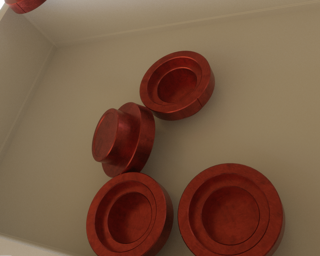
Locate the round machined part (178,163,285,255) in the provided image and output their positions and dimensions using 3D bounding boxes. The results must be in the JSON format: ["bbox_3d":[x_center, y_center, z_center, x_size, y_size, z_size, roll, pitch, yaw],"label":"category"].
[{"bbox_3d":[0.071,0.088,0.304,0.098,0.042,0.098,-13,56,21],"label":"round machined part"}]

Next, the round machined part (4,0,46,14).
[{"bbox_3d":[-0.216,-0.237,0.503,0.098,0.042,0.098,-13,56,21],"label":"round machined part"}]

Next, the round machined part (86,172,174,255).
[{"bbox_3d":[-0.030,0.102,0.348,0.098,0.042,0.098,-13,56,21],"label":"round machined part"}]

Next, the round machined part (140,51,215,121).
[{"bbox_3d":[0.026,-0.051,0.413,0.098,0.042,0.098,-13,56,21],"label":"round machined part"}]

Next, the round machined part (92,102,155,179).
[{"bbox_3d":[-0.051,0.013,0.387,0.098,0.042,0.098,-32,49,46],"label":"round machined part"}]
